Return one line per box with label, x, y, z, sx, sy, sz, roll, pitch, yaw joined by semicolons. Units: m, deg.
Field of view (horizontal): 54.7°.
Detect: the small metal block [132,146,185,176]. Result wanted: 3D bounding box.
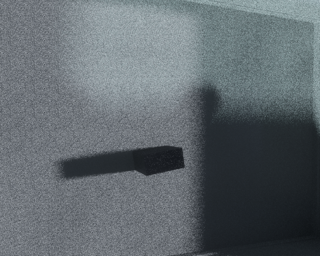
small metal block;-0.003;0.040;0.397;0.050;0.050;0.025;-9;94;-20
